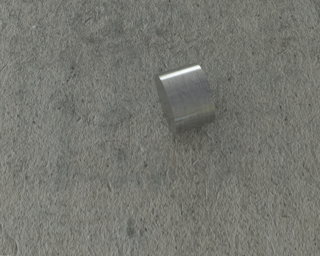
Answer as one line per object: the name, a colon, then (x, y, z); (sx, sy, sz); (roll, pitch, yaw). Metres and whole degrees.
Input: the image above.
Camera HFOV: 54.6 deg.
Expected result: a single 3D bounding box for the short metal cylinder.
short metal cylinder: (0.030, -0.037, 0.393); (0.050, 0.080, 0.080); (-18, 71, -6)
